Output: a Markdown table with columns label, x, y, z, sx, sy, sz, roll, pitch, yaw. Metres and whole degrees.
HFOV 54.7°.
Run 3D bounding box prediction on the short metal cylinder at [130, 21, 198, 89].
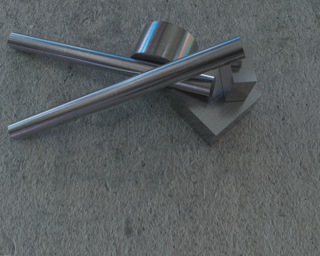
| label | x | y | z | sx | sy | sz | roll | pitch | yaw |
| --- | --- | --- | --- | --- | --- | --- | --- | --- | --- |
| short metal cylinder | 0.005 | -0.096 | 0.417 | 0.080 | 0.080 | 0.050 | 20 | 71 | 6 |

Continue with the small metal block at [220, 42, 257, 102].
| label | x | y | z | sx | sy | sz | roll | pitch | yaw |
| --- | --- | --- | --- | --- | --- | --- | --- | --- | --- |
| small metal block | 0.090 | -0.065 | 0.365 | 0.025 | 0.050 | 0.050 | -4 | 70 | -1 |

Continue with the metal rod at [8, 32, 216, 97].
| label | x | y | z | sx | sy | sz | roll | pitch | yaw |
| --- | --- | --- | --- | --- | --- | --- | --- | --- | --- |
| metal rod | -0.076 | -0.089 | 0.410 | 0.301 | 0.025 | 0.025 | 16 | 70 | 17 |

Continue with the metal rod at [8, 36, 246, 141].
| label | x | y | z | sx | sy | sz | roll | pitch | yaw |
| --- | --- | --- | --- | --- | --- | --- | --- | --- | --- |
| metal rod | -0.051 | -0.041 | 0.367 | 0.301 | 0.025 | 0.025 | -18 | 70 | 15 |

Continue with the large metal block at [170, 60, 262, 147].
| label | x | y | z | sx | sy | sz | roll | pitch | yaw |
| --- | --- | --- | --- | --- | --- | --- | --- | --- | --- |
| large metal block | 0.070 | -0.035 | 0.408 | 0.080 | 0.050 | 0.080 | -40 | 75 | -12 |
